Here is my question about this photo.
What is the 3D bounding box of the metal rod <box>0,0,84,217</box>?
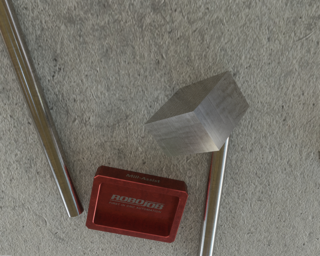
[{"bbox_3d":[-0.154,-0.014,0.402,0.025,0.025,0.298,-11,110,4],"label":"metal rod"}]

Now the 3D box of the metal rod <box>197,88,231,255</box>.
[{"bbox_3d":[0.077,0.088,0.443,0.025,0.025,0.298,3,110,-2],"label":"metal rod"}]

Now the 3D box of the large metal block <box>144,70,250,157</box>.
[{"bbox_3d":[0.043,-0.015,0.358,0.080,0.080,0.050,-14,117,49],"label":"large metal block"}]

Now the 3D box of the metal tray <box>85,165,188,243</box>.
[{"bbox_3d":[-0.034,0.111,0.447,0.131,0.030,0.089,12,110,-5],"label":"metal tray"}]
